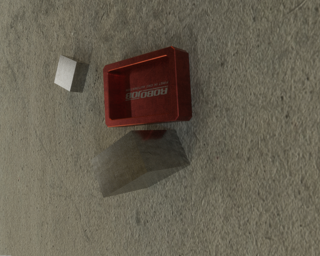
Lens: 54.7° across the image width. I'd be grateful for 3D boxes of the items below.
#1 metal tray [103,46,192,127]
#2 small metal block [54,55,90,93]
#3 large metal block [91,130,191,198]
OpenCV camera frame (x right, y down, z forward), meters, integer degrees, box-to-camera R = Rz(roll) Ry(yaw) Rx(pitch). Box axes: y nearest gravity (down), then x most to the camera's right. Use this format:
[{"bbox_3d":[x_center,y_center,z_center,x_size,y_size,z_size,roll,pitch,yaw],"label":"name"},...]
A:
[{"bbox_3d":[-0.021,-0.050,0.416,0.130,0.030,0.089,-5,87,39],"label":"metal tray"},{"bbox_3d":[-0.151,-0.092,0.526,0.050,0.025,0.050,28,107,36],"label":"small metal block"},{"bbox_3d":[-0.024,0.043,0.387,0.080,0.081,0.050,-35,69,34],"label":"large metal block"}]
